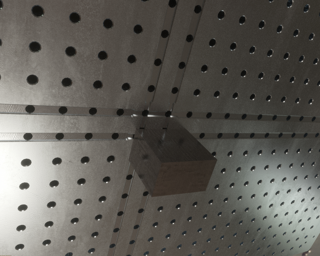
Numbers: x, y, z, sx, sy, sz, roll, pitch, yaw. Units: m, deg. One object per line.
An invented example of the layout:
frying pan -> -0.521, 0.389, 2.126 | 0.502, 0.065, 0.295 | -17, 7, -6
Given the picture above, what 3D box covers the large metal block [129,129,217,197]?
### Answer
large metal block -> 0.014, 0.042, 0.411 | 0.081, 0.080, 0.050 | 1, 118, -29
